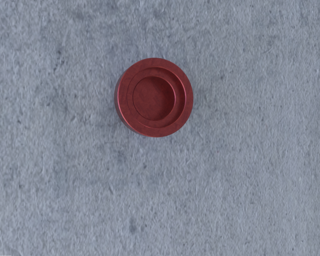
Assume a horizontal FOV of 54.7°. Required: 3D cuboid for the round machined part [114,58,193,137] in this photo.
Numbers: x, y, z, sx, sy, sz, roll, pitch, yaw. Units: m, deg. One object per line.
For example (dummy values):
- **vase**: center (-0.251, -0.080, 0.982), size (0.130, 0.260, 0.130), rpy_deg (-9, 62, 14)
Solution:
- **round machined part**: center (-0.010, -0.037, 0.397), size (0.099, 0.042, 0.097), rpy_deg (0, 90, -21)
